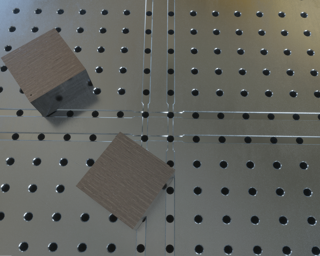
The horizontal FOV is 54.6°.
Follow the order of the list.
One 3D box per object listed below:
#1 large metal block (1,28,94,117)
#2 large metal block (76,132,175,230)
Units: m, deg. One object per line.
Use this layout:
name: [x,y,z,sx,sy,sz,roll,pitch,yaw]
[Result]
large metal block: [-0.152,-0.075,0.425,0.080,0.050,0.080,-35,74,-12]
large metal block: [-0.038,0.065,0.375,0.080,0.050,0.080,34,73,11]
